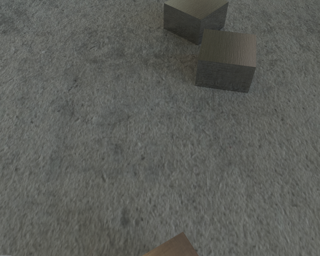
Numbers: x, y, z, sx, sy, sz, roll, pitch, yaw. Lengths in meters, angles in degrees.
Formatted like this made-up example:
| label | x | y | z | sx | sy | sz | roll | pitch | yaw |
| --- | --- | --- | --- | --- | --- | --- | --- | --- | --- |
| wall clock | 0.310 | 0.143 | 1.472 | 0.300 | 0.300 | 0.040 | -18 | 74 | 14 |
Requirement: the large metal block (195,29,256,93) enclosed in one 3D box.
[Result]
| label | x | y | z | sx | sy | sz | roll | pitch | yaw |
| --- | --- | --- | --- | --- | --- | --- | --- | --- | --- |
| large metal block | 0.101 | -0.104 | 0.476 | 0.080 | 0.050 | 0.080 | 9 | 51 | 7 |

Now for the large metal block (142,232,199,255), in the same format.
| label | x | y | z | sx | sy | sz | roll | pitch | yaw |
| --- | --- | --- | --- | --- | --- | --- | --- | --- | --- |
| large metal block | -0.004 | 0.140 | 0.250 | 0.081 | 0.080 | 0.050 | -24 | 54 | -19 |

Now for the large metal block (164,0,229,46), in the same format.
| label | x | y | z | sx | sy | sz | roll | pitch | yaw |
| --- | --- | --- | --- | --- | --- | --- | --- | --- | --- |
| large metal block | 0.064 | -0.203 | 0.559 | 0.080 | 0.050 | 0.080 | 35 | 58 | 25 |
